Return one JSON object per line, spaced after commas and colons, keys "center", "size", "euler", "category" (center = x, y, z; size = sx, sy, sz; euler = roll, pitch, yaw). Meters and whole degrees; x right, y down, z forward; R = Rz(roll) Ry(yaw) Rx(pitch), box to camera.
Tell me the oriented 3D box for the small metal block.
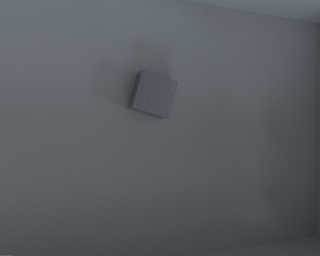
{"center": [-0.009, -0.043, 0.407], "size": [0.050, 0.025, 0.050], "euler": [16, 85, -19], "category": "small metal block"}
